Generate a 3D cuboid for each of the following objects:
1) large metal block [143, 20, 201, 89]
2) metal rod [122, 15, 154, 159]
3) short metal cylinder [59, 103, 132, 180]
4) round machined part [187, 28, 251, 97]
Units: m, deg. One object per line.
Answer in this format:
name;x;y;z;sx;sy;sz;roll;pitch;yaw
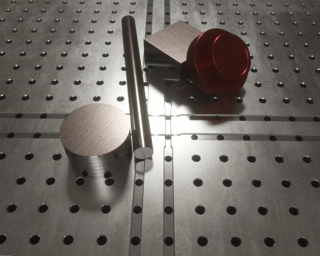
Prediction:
large metal block;0.032;-0.118;0.491;0.080;0.050;0.080;-35;59;-26
metal rod;-0.039;-0.083;0.476;0.025;0.025;0.300;-5;50;-5
short metal cylinder;-0.075;0.016;0.377;0.081;0.050;0.080;0;50;0
round machined part;0.091;-0.096;0.445;0.099;0.042;0.097;4;82;-27
